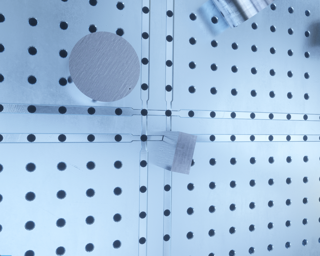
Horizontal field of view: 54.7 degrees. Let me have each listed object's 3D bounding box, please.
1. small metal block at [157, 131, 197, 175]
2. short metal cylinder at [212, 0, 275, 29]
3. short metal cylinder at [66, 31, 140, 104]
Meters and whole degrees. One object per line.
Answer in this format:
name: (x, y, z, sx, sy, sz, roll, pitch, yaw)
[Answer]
small metal block: (0.022, 0.031, 0.407, 0.025, 0.050, 0.050, 14, 85, -20)
short metal cylinder: (0.118, -0.183, 0.427, 0.080, 0.080, 0.050, -41, 103, -15)
short metal cylinder: (-0.070, -0.069, 0.373, 0.081, 0.050, 0.079, 0, 90, -20)
